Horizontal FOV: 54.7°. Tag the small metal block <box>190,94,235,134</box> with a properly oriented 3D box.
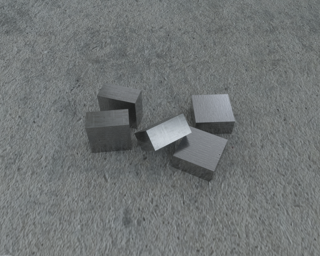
[{"bbox_3d":[0.070,-0.019,0.419,0.050,0.025,0.050,-2,50,-2],"label":"small metal block"}]

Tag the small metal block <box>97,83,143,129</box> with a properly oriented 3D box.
[{"bbox_3d":[-0.051,-0.029,0.411,0.050,0.050,0.025,12,51,10],"label":"small metal block"}]

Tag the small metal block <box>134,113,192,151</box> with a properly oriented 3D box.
[{"bbox_3d":[0.002,0.006,0.379,0.050,0.050,0.025,-26,95,-20],"label":"small metal block"}]

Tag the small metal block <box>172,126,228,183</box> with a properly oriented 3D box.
[{"bbox_3d":[0.049,0.031,0.377,0.050,0.025,0.050,20,53,16],"label":"small metal block"}]

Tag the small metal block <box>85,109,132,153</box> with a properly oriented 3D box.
[{"bbox_3d":[-0.062,0.005,0.383,0.050,0.050,0.025,-5,50,-4],"label":"small metal block"}]
